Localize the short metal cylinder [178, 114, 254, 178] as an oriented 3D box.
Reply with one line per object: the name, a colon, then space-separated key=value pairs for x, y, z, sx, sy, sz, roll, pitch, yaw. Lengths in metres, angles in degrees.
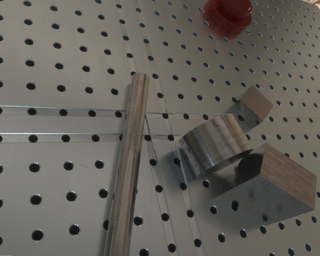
short metal cylinder: x=0.071 y=0.024 z=0.396 sx=0.081 sy=0.080 sz=0.050 roll=-14 pitch=69 yaw=-34

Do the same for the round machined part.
round machined part: x=0.145 y=-0.241 z=0.623 sx=0.099 sy=0.042 sz=0.098 roll=14 pitch=56 yaw=-21

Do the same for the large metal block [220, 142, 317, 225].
large metal block: x=0.139 y=0.075 z=0.402 sx=0.080 sy=0.080 sz=0.050 roll=33 pitch=52 yaw=-7

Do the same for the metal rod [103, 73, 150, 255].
metal rod: x=-0.037 y=0.056 z=0.353 sx=0.025 sy=0.025 sz=0.300 roll=17 pitch=55 yaw=-19

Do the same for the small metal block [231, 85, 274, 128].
small metal block: x=0.153 y=-0.036 z=0.512 sx=0.050 sy=0.025 sz=0.050 roll=45 pitch=51 yaw=2
